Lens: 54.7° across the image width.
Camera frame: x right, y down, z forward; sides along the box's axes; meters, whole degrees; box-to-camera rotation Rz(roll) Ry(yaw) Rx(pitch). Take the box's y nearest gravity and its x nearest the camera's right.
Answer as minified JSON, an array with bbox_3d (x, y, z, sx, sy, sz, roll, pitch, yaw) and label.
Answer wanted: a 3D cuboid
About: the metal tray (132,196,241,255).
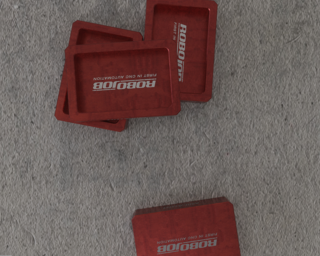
[{"bbox_3d":[0.034,0.146,0.408,0.131,0.030,0.089,-8,90,0],"label":"metal tray"}]

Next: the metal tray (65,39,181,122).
[{"bbox_3d":[-0.043,-0.056,0.376,0.131,0.030,0.089,-4,90,0],"label":"metal tray"}]

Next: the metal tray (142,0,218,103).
[{"bbox_3d":[0.024,-0.100,0.407,0.091,0.030,0.129,4,90,0],"label":"metal tray"}]

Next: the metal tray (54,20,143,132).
[{"bbox_3d":[-0.078,-0.066,0.406,0.091,0.030,0.129,11,90,0],"label":"metal tray"}]
